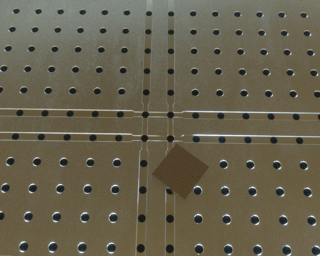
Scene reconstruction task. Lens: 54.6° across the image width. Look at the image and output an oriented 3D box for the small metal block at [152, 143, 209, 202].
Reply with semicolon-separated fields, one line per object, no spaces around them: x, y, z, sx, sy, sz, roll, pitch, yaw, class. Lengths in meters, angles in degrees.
0.025;0.056;0.391;0.050;0.025;0.050;36;74;12;small metal block
